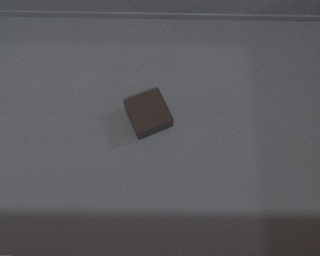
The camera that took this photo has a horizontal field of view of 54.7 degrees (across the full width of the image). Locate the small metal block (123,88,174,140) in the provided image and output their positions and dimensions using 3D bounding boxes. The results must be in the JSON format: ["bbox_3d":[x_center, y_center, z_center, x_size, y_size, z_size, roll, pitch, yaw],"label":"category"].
[{"bbox_3d":[-0.015,-0.019,0.413,0.050,0.025,0.050,-22,72,-8],"label":"small metal block"}]
